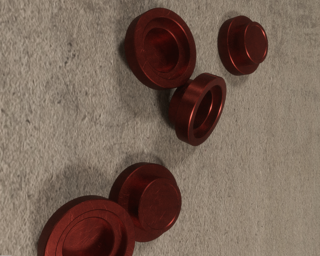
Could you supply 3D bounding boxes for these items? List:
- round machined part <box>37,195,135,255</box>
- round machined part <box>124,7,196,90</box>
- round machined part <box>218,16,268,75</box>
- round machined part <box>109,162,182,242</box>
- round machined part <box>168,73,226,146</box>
[{"bbox_3d":[-0.079,0.120,0.327,0.099,0.042,0.097,-1,91,-36],"label":"round machined part"},{"bbox_3d":[-0.004,-0.096,0.391,0.099,0.042,0.097,1,88,-39],"label":"round machined part"},{"bbox_3d":[0.144,-0.138,0.517,0.099,0.042,0.097,0,90,-40],"label":"round machined part"},{"bbox_3d":[-0.011,0.093,0.386,0.099,0.042,0.097,0,90,-40],"label":"round machined part"},{"bbox_3d":[0.048,-0.028,0.419,0.099,0.042,0.097,-39,142,-39],"label":"round machined part"}]
